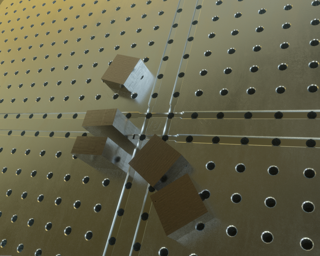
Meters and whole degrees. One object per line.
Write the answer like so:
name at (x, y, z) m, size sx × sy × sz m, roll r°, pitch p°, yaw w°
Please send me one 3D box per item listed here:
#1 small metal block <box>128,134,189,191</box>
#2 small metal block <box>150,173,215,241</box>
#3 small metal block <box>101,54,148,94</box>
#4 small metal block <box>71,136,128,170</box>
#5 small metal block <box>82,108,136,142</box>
small metal block at (-0.002, 0.043, 0.382) m, size 0.050 × 0.025 × 0.050 m, roll -48°, pitch 52°, yaw -6°
small metal block at (0.024, 0.087, 0.342) m, size 0.050 × 0.025 × 0.050 m, roll -33°, pitch 52°, yaw 6°
small metal block at (-0.056, -0.086, 0.489) m, size 0.050 × 0.025 × 0.050 m, roll 19°, pitch 72°, yaw 35°
small metal block at (-0.080, 0.034, 0.412) m, size 0.050 × 0.050 × 0.025 m, roll 0°, pitch 62°, yaw 28°
small metal block at (-0.070, -0.002, 0.429) m, size 0.050 × 0.050 × 0.025 m, roll -2°, pitch 61°, yaw 27°
